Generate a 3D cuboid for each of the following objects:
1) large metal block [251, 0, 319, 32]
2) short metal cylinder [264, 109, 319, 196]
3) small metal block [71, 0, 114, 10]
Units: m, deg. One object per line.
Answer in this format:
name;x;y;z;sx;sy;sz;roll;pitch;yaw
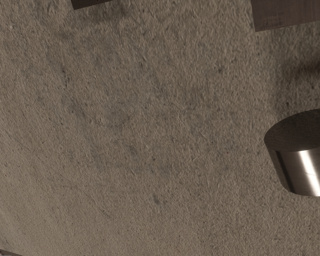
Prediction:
large metal block;0.118;-0.115;0.238;0.080;0.080;0.050;-3;117;29
short metal cylinder;0.151;0.022;0.305;0.080;0.080;0.050;-15;111;34
small metal block;-0.078;-0.164;0.345;0.050;0.025;0.050;-1;118;28
